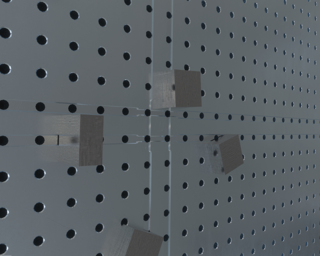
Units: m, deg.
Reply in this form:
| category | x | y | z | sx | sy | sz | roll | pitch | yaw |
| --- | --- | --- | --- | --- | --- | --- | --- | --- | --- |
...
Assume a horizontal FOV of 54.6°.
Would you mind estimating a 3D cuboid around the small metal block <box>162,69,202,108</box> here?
| category | x | y | z | sx | sy | sz | roll | pitch | yaw |
| --- | --- | --- | --- | --- | --- | --- | --- | --- | --- |
| small metal block | 0.031 | -0.054 | 0.434 | 0.050 | 0.025 | 0.050 | -4 | 93 | -40 |

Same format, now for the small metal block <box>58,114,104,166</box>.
| category | x | y | z | sx | sy | sz | roll | pitch | yaw |
| --- | --- | --- | --- | --- | --- | --- | --- | --- | --- |
| small metal block | -0.083 | 0.012 | 0.323 | 0.025 | 0.050 | 0.050 | 2 | 89 | -40 |

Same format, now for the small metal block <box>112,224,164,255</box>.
| category | x | y | z | sx | sy | sz | roll | pitch | yaw |
| --- | --- | --- | --- | --- | --- | --- | --- | --- | --- |
| small metal block | -0.029 | 0.152 | 0.385 | 0.050 | 0.025 | 0.050 | 31 | 71 | -36 |

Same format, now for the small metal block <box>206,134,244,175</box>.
| category | x | y | z | sx | sy | sz | roll | pitch | yaw |
| --- | --- | --- | --- | --- | --- | --- | --- | --- | --- |
| small metal block | 0.105 | 0.041 | 0.496 | 0.050 | 0.025 | 0.050 | -22 | 104 | -38 |
